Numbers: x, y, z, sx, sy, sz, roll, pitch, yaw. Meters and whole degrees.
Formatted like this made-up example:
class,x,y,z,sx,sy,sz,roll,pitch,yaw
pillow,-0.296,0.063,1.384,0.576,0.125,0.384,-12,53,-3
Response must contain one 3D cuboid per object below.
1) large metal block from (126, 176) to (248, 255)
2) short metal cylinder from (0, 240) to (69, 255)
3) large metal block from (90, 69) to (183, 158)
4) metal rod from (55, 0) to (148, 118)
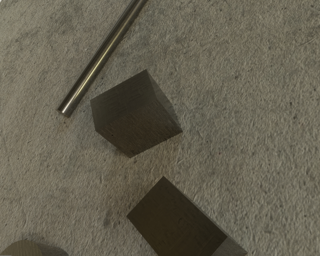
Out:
class,x,y,z,sx,sy,sz,roll,pitch,yaw
large metal block,0.027,0.101,0.292,0.050,0.080,0.080,-47,52,-5
short metal cylinder,-0.148,0.175,0.356,0.080,0.050,0.080,-13,56,20
large metal block,-0.028,-0.015,0.391,0.080,0.080,0.050,-27,53,11
metal rod,-0.086,-0.149,0.537,0.025,0.025,0.300,19,71,35
